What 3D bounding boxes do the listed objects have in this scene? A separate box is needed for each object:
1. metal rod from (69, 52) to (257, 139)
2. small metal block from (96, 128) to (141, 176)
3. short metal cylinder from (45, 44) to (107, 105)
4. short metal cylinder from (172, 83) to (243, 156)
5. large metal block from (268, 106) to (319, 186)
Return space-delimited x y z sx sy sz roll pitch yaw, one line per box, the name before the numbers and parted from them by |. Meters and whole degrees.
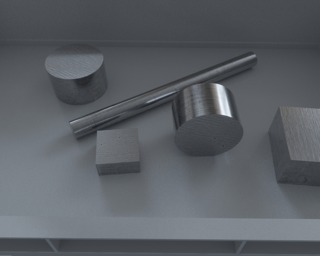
metal rod | 0.018 -0.054 0.450 0.302 0.025 0.025 -24 54 -19
small metal block | -0.051 0.029 0.380 0.050 0.025 0.050 -4 50 -4
short metal cylinder | -0.120 -0.079 0.454 0.081 0.050 0.080 0 50 0
short metal cylinder | 0.056 -0.008 0.377 0.081 0.080 0.050 -1 50 -2
large metal block | 0.183 0.022 0.373 0.080 0.050 0.080 4 50 3
